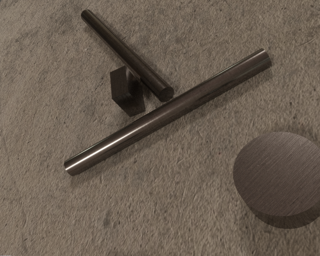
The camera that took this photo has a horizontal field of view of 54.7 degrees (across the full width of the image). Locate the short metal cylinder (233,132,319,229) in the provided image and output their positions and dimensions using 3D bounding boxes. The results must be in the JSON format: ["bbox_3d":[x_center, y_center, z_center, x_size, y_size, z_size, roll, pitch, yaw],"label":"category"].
[{"bbox_3d":[0.116,0.050,0.296,0.080,0.050,0.080,-13,56,20],"label":"short metal cylinder"}]

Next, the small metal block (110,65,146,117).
[{"bbox_3d":[-0.046,-0.052,0.442,0.025,0.050,0.050,-21,54,15],"label":"small metal block"}]

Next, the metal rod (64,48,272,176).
[{"bbox_3d":[0.004,-0.016,0.410,0.301,0.025,0.025,-29,52,9],"label":"metal rod"}]

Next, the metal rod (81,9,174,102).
[{"bbox_3d":[-0.068,-0.134,0.519,0.025,0.025,0.300,-41,51,0],"label":"metal rod"}]
